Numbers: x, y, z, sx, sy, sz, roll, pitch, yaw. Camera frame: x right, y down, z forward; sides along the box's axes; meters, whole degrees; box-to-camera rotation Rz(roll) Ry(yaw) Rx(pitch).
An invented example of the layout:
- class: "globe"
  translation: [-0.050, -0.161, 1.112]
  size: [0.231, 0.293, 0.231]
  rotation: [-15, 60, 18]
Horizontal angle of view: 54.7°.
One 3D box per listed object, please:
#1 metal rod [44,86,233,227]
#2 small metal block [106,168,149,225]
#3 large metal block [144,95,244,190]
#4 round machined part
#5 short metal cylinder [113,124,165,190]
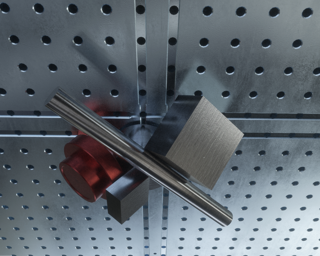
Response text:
- class: "metal rod"
  translation: [-0.006, 0.050, 0.384]
  size: [0.025, 0.025, 0.301]
  rotation: [-36, 122, 26]
- class: "small metal block"
  translation: [-0.040, 0.086, 0.395]
  size: [0.025, 0.050, 0.050]
  rotation: [31, 137, 28]
- class: "large metal block"
  translation: [0.042, 0.016, 0.376]
  size: [0.080, 0.050, 0.080]
  rotation: [39, 77, -28]
- class: "round machined part"
  translation: [-0.095, 0.060, 0.412]
  size: [0.098, 0.042, 0.097]
  rotation: [28, 141, 26]
- class: "short metal cylinder"
  translation: [-0.024, 0.041, 0.425]
  size: [0.081, 0.050, 0.079]
  rotation: [0, 130, 0]
